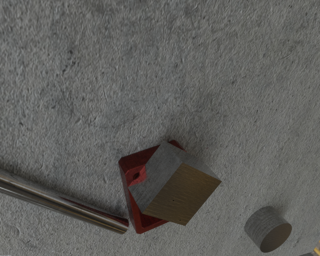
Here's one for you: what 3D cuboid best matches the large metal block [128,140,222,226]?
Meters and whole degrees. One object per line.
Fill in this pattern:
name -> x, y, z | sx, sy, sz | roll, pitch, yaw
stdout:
large metal block -> 0.020, 0.074, 0.408 | 0.080, 0.050, 0.080 | 29, 102, -38

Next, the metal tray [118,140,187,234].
metal tray -> -0.005, 0.089, 0.455 | 0.091, 0.030, 0.129 | -18, 126, -18

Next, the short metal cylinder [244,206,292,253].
short metal cylinder -> 0.224, 0.210, 0.643 | 0.081, 0.050, 0.079 | -14, 124, -21

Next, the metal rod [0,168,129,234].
metal rod -> -0.150, 0.079, 0.373 | 0.025, 0.025, 0.301 | -49, 129, 6
